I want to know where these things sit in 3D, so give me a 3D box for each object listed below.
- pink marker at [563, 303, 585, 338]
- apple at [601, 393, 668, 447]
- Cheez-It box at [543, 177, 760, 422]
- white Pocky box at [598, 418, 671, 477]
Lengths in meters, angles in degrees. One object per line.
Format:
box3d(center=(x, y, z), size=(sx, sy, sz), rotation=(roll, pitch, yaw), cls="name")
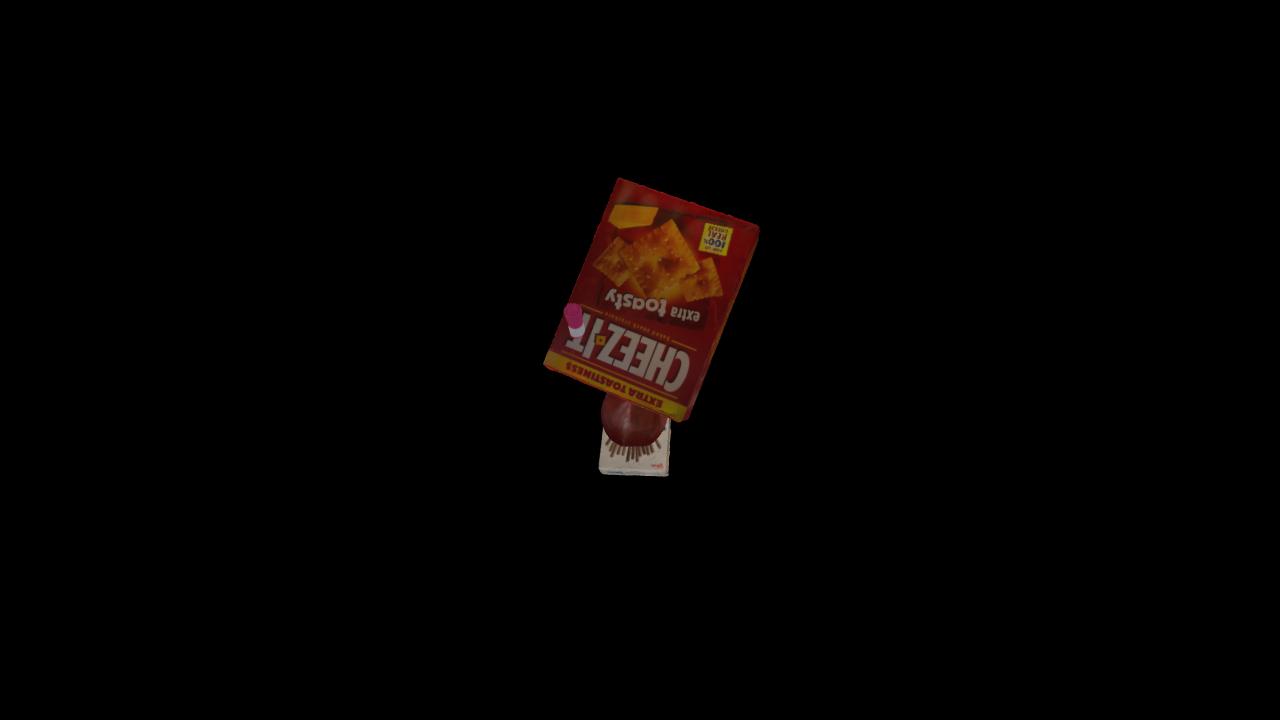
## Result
box3d(center=(-0.065, -0.021, 0.670), size=(0.020, 0.020, 0.121), rotation=(0, -33, 4), cls="pink marker")
box3d(center=(-0.005, 0.058, 0.720), size=(0.079, 0.093, 0.079), rotation=(13, 24, -6), cls="apple")
box3d(center=(0.014, -0.064, 0.673), size=(0.166, 0.223, 0.071), rotation=(22, 1, 11), cls="Cheez-It box")
box3d(center=(-0.002, 0.065, 0.759), size=(0.084, 0.154, 0.028), rotation=(0, -25, 10), cls="white Pocky box")
